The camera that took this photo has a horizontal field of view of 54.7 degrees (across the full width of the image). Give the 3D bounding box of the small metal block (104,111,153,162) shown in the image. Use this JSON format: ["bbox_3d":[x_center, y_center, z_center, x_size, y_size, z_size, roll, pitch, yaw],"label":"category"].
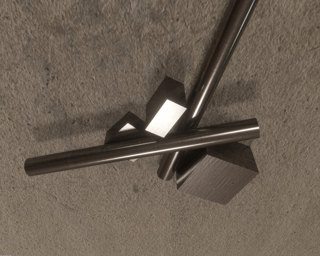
[{"bbox_3d":[-0.039,0.013,0.417,0.050,0.025,0.050,35,122,-26],"label":"small metal block"}]

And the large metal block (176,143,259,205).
[{"bbox_3d":[0.078,0.058,0.441,0.080,0.050,0.079,20,127,-17],"label":"large metal block"}]

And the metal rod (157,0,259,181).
[{"bbox_3d":[0.050,-0.039,0.374,0.025,0.025,0.298,12,129,-11],"label":"metal rod"}]

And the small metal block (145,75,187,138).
[{"bbox_3d":[0.006,-0.026,0.369,0.025,0.050,0.050,24,126,-19],"label":"small metal block"}]

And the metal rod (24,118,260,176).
[{"bbox_3d":[-0.029,0.026,0.395,0.301,0.025,0.025,-10,130,9],"label":"metal rod"}]
